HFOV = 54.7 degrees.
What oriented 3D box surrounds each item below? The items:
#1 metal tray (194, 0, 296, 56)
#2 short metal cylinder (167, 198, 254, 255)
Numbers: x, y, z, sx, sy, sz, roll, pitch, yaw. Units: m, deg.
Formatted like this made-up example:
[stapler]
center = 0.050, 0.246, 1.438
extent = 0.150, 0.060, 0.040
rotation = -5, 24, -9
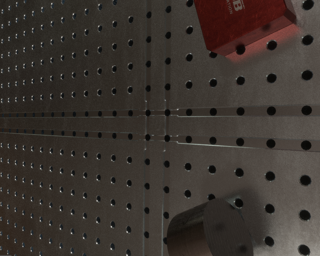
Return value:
[metal tray]
center = 0.081, -0.157, 0.338
extent = 0.090, 0.030, 0.129
rotation = -21, 77, 37
[short metal cylinder]
center = 0.054, 0.121, 0.328
extent = 0.050, 0.081, 0.080
rotation = -34, 69, 34
